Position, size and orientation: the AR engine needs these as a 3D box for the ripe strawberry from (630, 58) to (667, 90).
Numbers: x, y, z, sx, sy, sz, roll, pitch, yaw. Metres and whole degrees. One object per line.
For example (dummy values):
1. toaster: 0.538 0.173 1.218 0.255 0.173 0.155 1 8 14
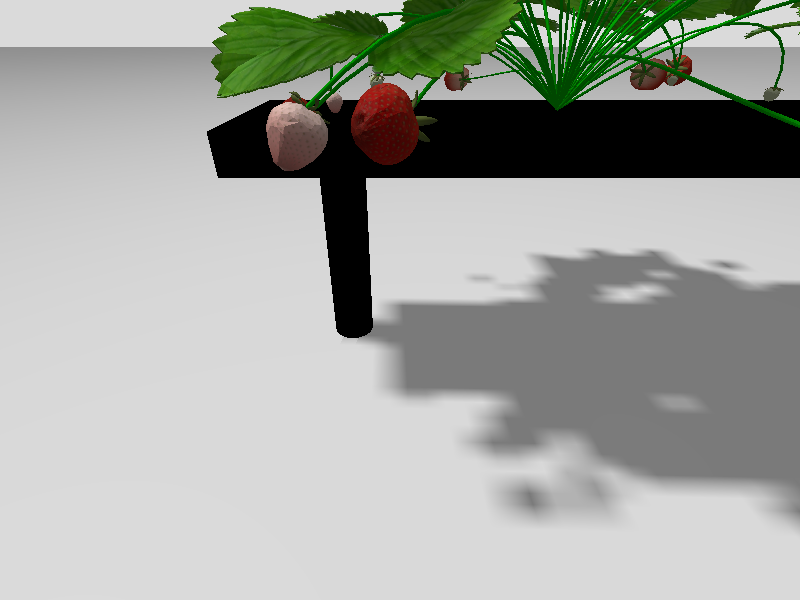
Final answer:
1. ripe strawberry: 0.258 -0.232 0.413 0.033 0.028 0.033 -14 34 -42

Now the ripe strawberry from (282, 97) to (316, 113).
1. ripe strawberry: -0.058 -0.100 0.221 0.024 0.021 0.024 -28 41 -18

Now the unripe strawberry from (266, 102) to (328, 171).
1. unripe strawberry: -0.046 -0.070 0.176 0.026 0.028 0.027 30 7 37

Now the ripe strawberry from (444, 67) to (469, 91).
1. ripe strawberry: 0.058 -0.230 0.415 0.026 0.023 0.026 -17 37 -24

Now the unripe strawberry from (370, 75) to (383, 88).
1. unripe strawberry: -0.026 -0.230 0.427 0.014 0.015 0.015 -32 -22 -39

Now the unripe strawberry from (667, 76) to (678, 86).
1. unripe strawberry: 0.277 -0.223 0.406 0.010 0.010 0.009 -22 40 -30

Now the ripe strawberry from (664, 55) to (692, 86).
1. ripe strawberry: 0.314 -0.258 0.452 0.029 0.030 0.026 -6 28 -45

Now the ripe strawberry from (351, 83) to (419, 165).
1. ripe strawberry: -0.008 -0.076 0.174 0.029 0.032 0.031 24 43 32

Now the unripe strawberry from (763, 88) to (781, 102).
1. unripe strawberry: 0.289 -0.160 0.312 0.010 0.010 0.009 0 34 1
